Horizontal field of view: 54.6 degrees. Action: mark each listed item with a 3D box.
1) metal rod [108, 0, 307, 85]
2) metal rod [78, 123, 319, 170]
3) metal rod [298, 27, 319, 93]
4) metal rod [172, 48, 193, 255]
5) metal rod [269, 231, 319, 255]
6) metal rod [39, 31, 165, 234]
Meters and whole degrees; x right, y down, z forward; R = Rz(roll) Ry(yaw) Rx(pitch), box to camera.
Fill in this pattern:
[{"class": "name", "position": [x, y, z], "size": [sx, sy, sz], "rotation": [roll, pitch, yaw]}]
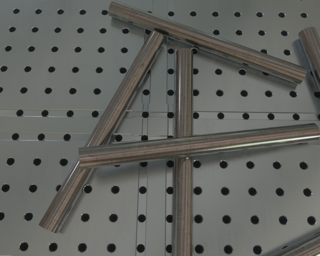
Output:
[{"class": "metal rod", "position": [0.064, -0.129, 0.459], "size": [0.301, 0.025, 0.025], "rotation": [22, 72, 8]}, {"class": "metal rod", "position": [0.057, 0.020, 0.381], "size": [0.302, 0.025, 0.025], "rotation": [-6, 70, -12]}, {"class": "metal rod", "position": [0.244, -0.005, 0.414], "size": [0.025, 0.025, 0.299], "rotation": [-9, 70, -3]}, {"class": "metal rod", "position": [0.031, 0.031, 0.400], "size": [0.025, 0.025, 0.299], "rotation": [2, 70, 1]}, {"class": "metal rod", "position": [0.095, 0.173, 0.348], "size": [0.302, 0.025, 0.025], "rotation": [-22, 72, -8]}, {"class": "metal rod", "position": [-0.068, -0.008, 0.414], "size": [0.025, 0.025, 0.300], "rotation": [24, 72, 8]}]
